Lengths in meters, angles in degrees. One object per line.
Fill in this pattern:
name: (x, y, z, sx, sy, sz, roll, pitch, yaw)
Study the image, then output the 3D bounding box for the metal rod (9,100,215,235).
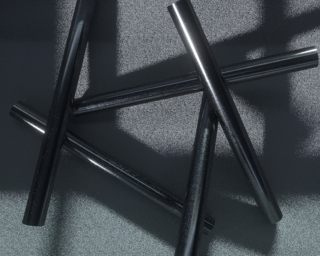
metal rod: (-0.062, 0.053, 0.410, 0.301, 0.025, 0.025, 31, 90, -1)

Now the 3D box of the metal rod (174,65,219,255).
metal rod: (0.045, 0.055, 0.351, 0.025, 0.025, 0.299, 13, 65, 0)

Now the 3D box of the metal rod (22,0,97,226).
metal rod: (-0.123, -0.031, 0.389, 0.025, 0.025, 0.299, 11, 82, -1)

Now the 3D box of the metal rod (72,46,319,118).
metal rod: (0.033, -0.054, 0.384, 0.301, 0.025, 0.025, -11, 90, 10)

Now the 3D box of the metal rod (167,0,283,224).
metal rod: (0.085, -0.007, 0.370, 0.025, 0.025, 0.299, -28, 107, 0)
